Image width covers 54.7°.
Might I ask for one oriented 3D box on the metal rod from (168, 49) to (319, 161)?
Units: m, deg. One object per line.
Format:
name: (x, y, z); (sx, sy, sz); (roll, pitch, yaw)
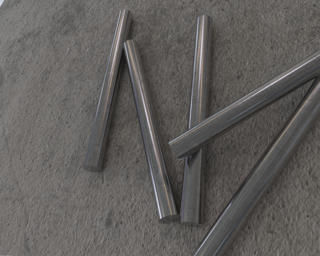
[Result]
metal rod: (0.144, -0.053, 0.342); (0.301, 0.025, 0.025); (-32, 51, 0)

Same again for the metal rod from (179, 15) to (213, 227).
metal rod: (0.050, -0.030, 0.395); (0.025, 0.025, 0.299); (-7, 59, 25)

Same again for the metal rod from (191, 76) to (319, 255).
metal rod: (0.090, 0.068, 0.314); (0.025, 0.025, 0.300); (31, 79, 38)

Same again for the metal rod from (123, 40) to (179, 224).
metal rod: (-0.019, -0.018, 0.424); (0.025, 0.025, 0.299); (-24, 53, 13)

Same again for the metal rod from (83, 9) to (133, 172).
metal rod: (-0.077, -0.075, 0.490); (0.025, 0.025, 0.299); (-8, 58, 24)
